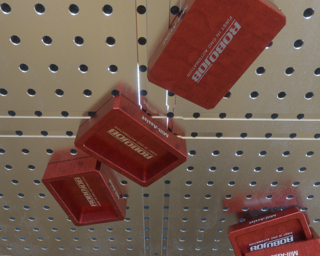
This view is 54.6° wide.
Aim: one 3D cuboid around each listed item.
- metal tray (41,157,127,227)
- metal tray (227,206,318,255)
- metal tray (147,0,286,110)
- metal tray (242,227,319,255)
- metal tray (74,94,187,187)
[{"bbox_3d":[-0.116,0.105,0.496,0.090,0.030,0.129,-11,130,8],"label":"metal tray"},{"bbox_3d":[0.194,0.200,0.540,0.130,0.030,0.090,-20,91,9],"label":"metal tray"},{"bbox_3d":[0.055,-0.089,0.333,0.090,0.030,0.129,24,126,-19],"label":"metal tray"},{"bbox_3d":[0.219,0.216,0.558,0.130,0.030,0.090,-18,170,15],"label":"metal tray"},{"bbox_3d":[-0.037,0.023,0.427,0.130,0.030,0.090,37,121,-27],"label":"metal tray"}]
